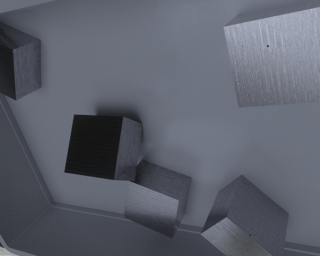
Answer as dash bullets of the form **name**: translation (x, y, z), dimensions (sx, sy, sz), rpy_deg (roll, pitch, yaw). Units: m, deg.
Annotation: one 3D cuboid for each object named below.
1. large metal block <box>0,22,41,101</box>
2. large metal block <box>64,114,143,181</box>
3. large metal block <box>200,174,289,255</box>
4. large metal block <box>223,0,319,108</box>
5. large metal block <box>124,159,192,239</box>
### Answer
- **large metal block**: translation (-0.223, -0.098, 0.449), dimensions (0.080, 0.050, 0.079), rpy_deg (25, 127, 12)
- **large metal block**: translation (-0.076, 0.027, 0.424), dimensions (0.080, 0.050, 0.080), rpy_deg (3, 81, 26)
- **large metal block**: translation (0.109, 0.120, 0.390), dimensions (0.080, 0.080, 0.050), rpy_deg (40, 129, 1)
- **large metal block**: translation (0.113, -0.069, 0.291), dimensions (0.080, 0.050, 0.080), rpy_deg (-3, 117, 29)
- **large metal block**: translation (-0.005, 0.104, 0.459), dimensions (0.080, 0.050, 0.079), rpy_deg (18, 126, 18)
